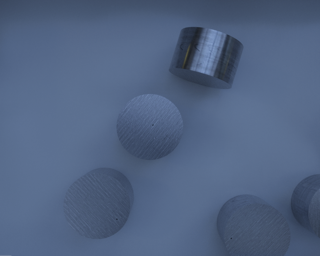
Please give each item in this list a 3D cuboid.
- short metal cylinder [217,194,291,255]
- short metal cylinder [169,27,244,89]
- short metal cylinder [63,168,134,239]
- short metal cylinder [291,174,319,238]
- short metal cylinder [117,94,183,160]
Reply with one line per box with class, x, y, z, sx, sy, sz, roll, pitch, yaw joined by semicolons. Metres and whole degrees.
short metal cylinder;0.118;0.131;0.400;0.081;0.050;0.080;0;90;0
short metal cylinder;0.057;-0.084;0.384;0.080;0.080;0.050;17;90;0
short metal cylinder;-0.076;0.094;0.398;0.081;0.050;0.080;0;90;0
short metal cylinder;0.220;0.103;0.400;0.081;0.050;0.080;0;90;0
short metal cylinder;-0.012;-0.001;0.399;0.081;0.050;0.080;0;90;0
